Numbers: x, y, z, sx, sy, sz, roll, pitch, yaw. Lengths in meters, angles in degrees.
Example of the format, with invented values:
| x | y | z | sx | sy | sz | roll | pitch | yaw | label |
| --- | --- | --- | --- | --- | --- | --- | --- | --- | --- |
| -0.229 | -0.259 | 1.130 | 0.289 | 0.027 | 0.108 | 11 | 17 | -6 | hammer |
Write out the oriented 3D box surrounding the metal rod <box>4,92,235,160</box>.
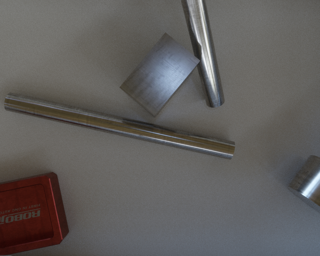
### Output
| x | y | z | sx | sy | sz | roll | pitch | yaw | label |
| --- | --- | --- | --- | --- | --- | --- | --- | --- | --- |
| -0.051 | -0.002 | 0.410 | 0.302 | 0.025 | 0.025 | 12 | 90 | -1 | metal rod |

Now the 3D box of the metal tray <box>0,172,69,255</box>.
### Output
| x | y | z | sx | sy | sz | roll | pitch | yaw | label |
| --- | --- | --- | --- | --- | --- | --- | --- | --- | --- |
| -0.196 | 0.116 | 0.406 | 0.131 | 0.030 | 0.089 | -12 | 90 | -1 | metal tray |

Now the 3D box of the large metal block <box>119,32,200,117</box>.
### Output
| x | y | z | sx | sy | sz | roll | pitch | yaw | label |
| --- | --- | --- | --- | --- | --- | --- | --- | --- | --- |
| 0.000 | -0.060 | 0.384 | 0.050 | 0.080 | 0.080 | 40 | 90 | 0 | large metal block |

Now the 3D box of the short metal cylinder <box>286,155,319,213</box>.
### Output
| x | y | z | sx | sy | sz | roll | pitch | yaw | label |
| --- | --- | --- | --- | --- | --- | --- | --- | --- | --- |
| 0.208 | 0.078 | 0.387 | 0.080 | 0.080 | 0.050 | 38 | 90 | -1 | short metal cylinder |

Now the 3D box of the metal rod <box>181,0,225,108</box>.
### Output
| x | y | z | sx | sy | sz | roll | pitch | yaw | label |
| --- | --- | --- | --- | --- | --- | --- | --- | --- | --- |
| 0.032 | -0.144 | 0.322 | 0.025 | 0.025 | 0.299 | -21 | 129 | 0 | metal rod |
